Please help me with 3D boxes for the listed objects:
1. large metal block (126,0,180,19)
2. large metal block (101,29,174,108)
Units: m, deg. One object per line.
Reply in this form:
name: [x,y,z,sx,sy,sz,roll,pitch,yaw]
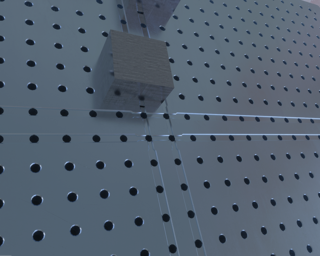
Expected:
large metal block: [-0.015,-0.243,0.532,0.081,0.050,0.080,4,60,-26]
large metal block: [-0.033,-0.079,0.422,0.081,0.050,0.080,5,59,-25]
